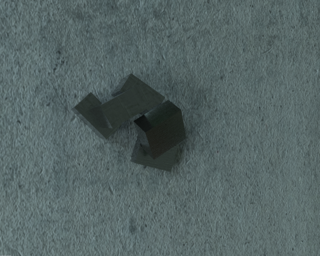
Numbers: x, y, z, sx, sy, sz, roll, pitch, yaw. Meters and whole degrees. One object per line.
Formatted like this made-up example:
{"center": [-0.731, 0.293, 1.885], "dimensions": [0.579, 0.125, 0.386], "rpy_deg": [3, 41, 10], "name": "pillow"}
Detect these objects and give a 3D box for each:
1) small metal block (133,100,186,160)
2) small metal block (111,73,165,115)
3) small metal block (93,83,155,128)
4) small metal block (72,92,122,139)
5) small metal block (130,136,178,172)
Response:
{"center": [0.001, 0.002, 0.372], "dimensions": [0.050, 0.025, 0.050], "rpy_deg": [-33, 138, -17], "name": "small metal block"}
{"center": [-0.029, -0.040, 0.387], "dimensions": [0.050, 0.050, 0.025], "rpy_deg": [34, 79, -17], "name": "small metal block"}
{"center": [-0.040, -0.023, 0.330], "dimensions": [0.050, 0.050, 0.025], "rpy_deg": [-31, 101, -18], "name": "small metal block"}
{"center": [-0.077, -0.014, 0.369], "dimensions": [0.025, 0.050, 0.050], "rpy_deg": [-47, 105, -14], "name": "small metal block"}
{"center": [-0.006, 0.027, 0.409], "dimensions": [0.050, 0.025, 0.050], "rpy_deg": [17, 84, -20], "name": "small metal block"}
